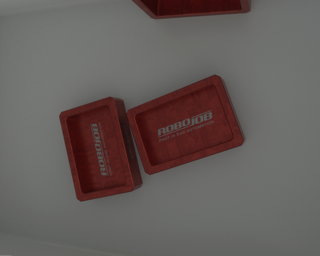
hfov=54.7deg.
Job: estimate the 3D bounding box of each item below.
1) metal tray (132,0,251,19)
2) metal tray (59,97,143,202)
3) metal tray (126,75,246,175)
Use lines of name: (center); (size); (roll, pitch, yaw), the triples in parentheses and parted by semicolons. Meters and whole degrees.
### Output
metal tray: (0.036, -0.160, 0.362); (0.130, 0.090, 0.030); (3, 91, 19)
metal tray: (-0.084, 0.030, 0.436); (0.090, 0.030, 0.129); (-15, 85, 19)
metal tray: (0.031, -0.002, 0.396); (0.130, 0.030, 0.090); (-21, 83, 18)
